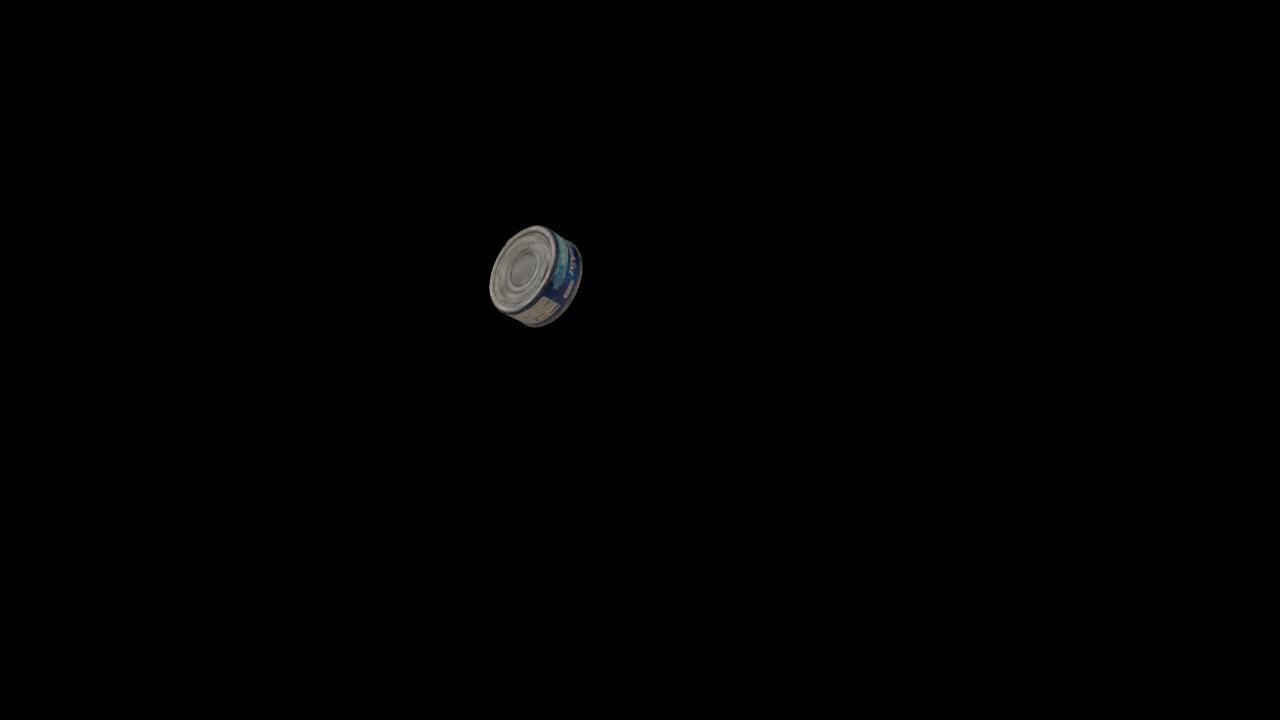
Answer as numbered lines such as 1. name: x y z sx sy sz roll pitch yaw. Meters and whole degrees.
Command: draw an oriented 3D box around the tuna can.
1. tuna can: -0.092 -0.073 0.534 0.084 0.084 0.034 0 -18 38
